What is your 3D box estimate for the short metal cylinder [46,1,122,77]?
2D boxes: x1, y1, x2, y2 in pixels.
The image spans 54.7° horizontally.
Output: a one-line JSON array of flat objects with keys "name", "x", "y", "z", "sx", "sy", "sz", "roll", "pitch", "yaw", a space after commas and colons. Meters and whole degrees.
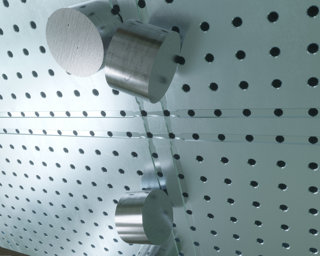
[{"name": "short metal cylinder", "x": -0.088, "y": -0.108, "z": 0.375, "sx": 0.080, "sy": 0.050, "sz": 0.079, "roll": 13, "pitch": 124, "yaw": 21}]

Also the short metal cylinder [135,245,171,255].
[{"name": "short metal cylinder", "x": -0.015, "y": 0.263, "z": 0.566, "sx": 0.080, "sy": 0.050, "sz": 0.079, "roll": 13, "pitch": 124, "yaw": 21}]

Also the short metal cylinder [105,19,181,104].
[{"name": "short metal cylinder", "x": -0.017, "y": -0.073, "z": 0.340, "sx": 0.050, "sy": 0.080, "sz": 0.079, "roll": 22, "pitch": 127, "yaw": 15}]

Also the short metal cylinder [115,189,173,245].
[{"name": "short metal cylinder", "x": -0.022, "y": 0.135, "z": 0.471, "sx": 0.050, "sy": 0.080, "sz": 0.080, "roll": -11, "pitch": 113, "yaw": 33}]
